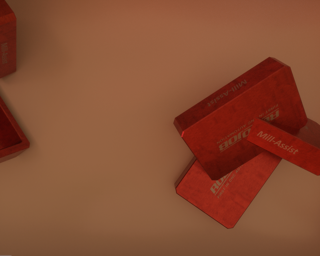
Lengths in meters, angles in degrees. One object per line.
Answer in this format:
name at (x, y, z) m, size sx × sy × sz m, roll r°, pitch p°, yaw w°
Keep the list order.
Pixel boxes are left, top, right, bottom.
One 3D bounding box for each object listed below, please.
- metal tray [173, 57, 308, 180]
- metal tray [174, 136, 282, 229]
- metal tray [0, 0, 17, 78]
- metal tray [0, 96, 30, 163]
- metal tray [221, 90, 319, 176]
metal tray at (0.093, -0.007, 0.350) m, size 0.130 × 0.030 × 0.090 m, roll -33°, pitch 125°, yaw 4°
metal tray at (0.091, 0.054, 0.410) m, size 0.090 × 0.030 × 0.130 m, roll 35°, pitch 90°, yaw 0°
metal tray at (-0.206, -0.122, 0.357) m, size 0.030 × 0.129 × 0.090 m, roll -36°, pitch 91°, yaw -29°
metal tray at (-0.229, -0.015, 0.373) m, size 0.030 × 0.090 × 0.130 m, roll -32°, pitch 90°, yaw 21°
metal tray at (0.139, -0.004, 0.379) m, size 0.131 × 0.090 × 0.030 m, roll 26°, pitch 119°, yaw -1°
